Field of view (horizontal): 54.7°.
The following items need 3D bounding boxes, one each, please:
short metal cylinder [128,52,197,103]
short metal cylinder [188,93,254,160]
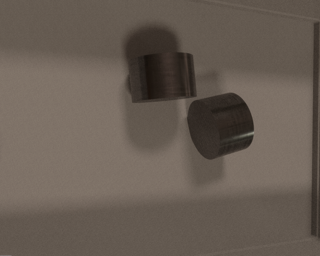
[{"bbox_3d":[0.003,-0.060,0.383,0.081,0.080,0.050,-6,93,-20],"label":"short metal cylinder"},{"bbox_3d":[0.078,-0.003,0.412,0.050,0.080,0.080,-14,95,-20],"label":"short metal cylinder"}]
